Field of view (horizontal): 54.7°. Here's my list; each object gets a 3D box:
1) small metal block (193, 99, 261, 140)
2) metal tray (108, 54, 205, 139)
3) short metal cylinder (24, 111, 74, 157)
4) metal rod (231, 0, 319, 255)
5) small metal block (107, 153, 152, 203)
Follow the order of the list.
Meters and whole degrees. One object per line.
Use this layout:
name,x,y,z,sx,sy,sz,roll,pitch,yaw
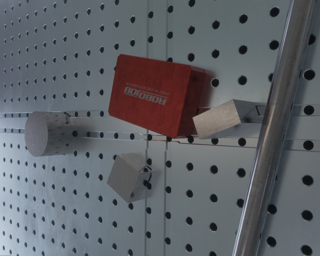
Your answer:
small metal block,0.072,-0.008,0.333,0.050,0.050,0.025,-26,74,37
metal tray,-0.010,-0.046,0.415,0.130,0.030,0.089,19,102,38
short metal cylinder,-0.201,0.011,0.559,0.080,0.050,0.080,0,90,40
metal rod,0.113,0.012,0.315,0.025,0.025,0.298,17,101,39
small metal block,-0.045,0.071,0.447,0.050,0.025,0.050,34,111,34
